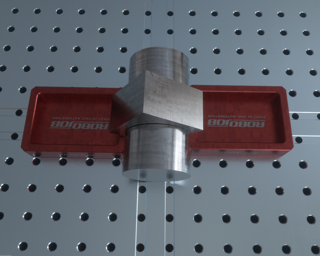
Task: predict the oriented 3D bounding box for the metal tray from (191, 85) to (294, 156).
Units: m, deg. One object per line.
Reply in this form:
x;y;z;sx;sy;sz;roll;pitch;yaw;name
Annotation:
0.102;-0.010;0.413;0.131;0.030;0.090;1;70;0;metal tray

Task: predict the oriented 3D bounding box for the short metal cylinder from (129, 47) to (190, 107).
-0.001;-0.062;0.405;0.081;0.080;0.050;1;70;0;short metal cylinder

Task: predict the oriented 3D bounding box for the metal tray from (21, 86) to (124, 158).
-0.106;-0.008;0.410;0.131;0.030;0.090;1;70;0;metal tray

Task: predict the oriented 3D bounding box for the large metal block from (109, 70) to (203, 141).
-0.005;-0.019;0.374;0.081;0.080;0.050;15;66;-31;large metal block

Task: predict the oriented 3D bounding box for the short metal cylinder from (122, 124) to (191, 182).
-0.003;0.032;0.370;0.081;0.080;0.050;2;70;0;short metal cylinder
